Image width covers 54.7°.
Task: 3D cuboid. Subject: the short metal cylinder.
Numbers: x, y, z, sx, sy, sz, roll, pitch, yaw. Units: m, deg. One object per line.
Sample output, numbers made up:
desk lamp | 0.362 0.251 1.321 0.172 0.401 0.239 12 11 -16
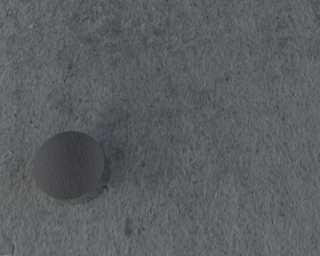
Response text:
short metal cylinder | -0.104 0.049 0.376 0.081 0.050 0.080 0 70 0
